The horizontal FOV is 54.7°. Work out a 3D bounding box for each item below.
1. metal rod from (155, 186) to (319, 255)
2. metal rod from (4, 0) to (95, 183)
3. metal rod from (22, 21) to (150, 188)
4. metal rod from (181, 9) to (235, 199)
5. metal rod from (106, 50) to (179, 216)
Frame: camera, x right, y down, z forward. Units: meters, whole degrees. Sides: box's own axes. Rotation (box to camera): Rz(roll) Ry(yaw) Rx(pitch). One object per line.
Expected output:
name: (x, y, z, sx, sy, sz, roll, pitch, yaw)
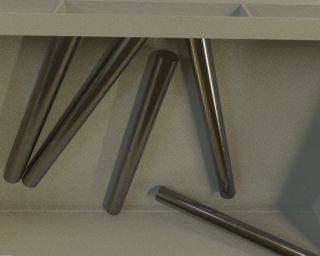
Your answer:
metal rod: (0.134, 0.160, 0.471, 0.301, 0.025, 0.025, 22, 131, 12)
metal rod: (-0.149, -0.026, 0.384, 0.025, 0.025, 0.298, 23, 126, -19)
metal rod: (-0.110, -0.011, 0.398, 0.025, 0.025, 0.299, 29, 124, -23)
metal rod: (0.071, -0.005, 0.405, 0.025, 0.025, 0.299, -12, 130, 9)
metal rod: (-0.035, 0.029, 0.433, 0.025, 0.025, 0.298, 13, 129, -11)
